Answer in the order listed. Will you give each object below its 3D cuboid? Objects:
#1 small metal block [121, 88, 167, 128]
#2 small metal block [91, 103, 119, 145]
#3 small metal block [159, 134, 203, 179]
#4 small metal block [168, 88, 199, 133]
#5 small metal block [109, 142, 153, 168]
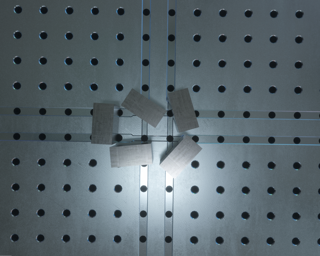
[{"bbox_3d":[-0.020,-0.025,0.401,0.050,0.050,0.025,34,91,-1],"label":"small metal block"},{"bbox_3d":[-0.069,-0.005,0.400,0.025,0.050,0.050,4,91,0],"label":"small metal block"},{"bbox_3d":[0.026,0.035,0.400,0.025,0.050,0.050,42,90,1],"label":"small metal block"},{"bbox_3d":[0.029,-0.021,0.400,0.025,0.050,0.050,-16,89,0],"label":"small metal block"},{"bbox_3d":[-0.035,0.034,0.400,0.050,0.050,0.025,-5,90,0],"label":"small metal block"}]
